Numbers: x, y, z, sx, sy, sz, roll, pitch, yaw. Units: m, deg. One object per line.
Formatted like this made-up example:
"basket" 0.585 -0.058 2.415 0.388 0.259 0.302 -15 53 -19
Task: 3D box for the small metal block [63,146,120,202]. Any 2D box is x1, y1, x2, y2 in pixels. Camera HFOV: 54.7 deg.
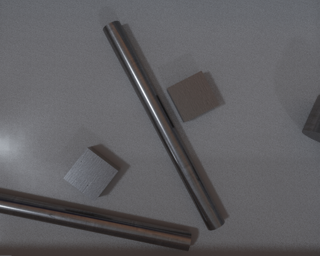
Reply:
"small metal block" -0.089 0.060 0.410 0.050 0.025 0.050 37 90 -1

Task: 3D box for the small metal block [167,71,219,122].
"small metal block" 0.043 -0.041 0.412 0.050 0.025 0.050 -27 90 -1

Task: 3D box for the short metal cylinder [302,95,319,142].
"short metal cylinder" 0.229 -0.003 0.387 0.080 0.080 0.050 24 90 -1

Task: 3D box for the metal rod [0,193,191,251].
"metal rod" -0.109 0.120 0.410 0.302 0.025 0.025 12 90 -1

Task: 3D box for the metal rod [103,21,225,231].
"metal rod" 0.005 -0.003 0.411 0.025 0.025 0.299 -28 90 0
